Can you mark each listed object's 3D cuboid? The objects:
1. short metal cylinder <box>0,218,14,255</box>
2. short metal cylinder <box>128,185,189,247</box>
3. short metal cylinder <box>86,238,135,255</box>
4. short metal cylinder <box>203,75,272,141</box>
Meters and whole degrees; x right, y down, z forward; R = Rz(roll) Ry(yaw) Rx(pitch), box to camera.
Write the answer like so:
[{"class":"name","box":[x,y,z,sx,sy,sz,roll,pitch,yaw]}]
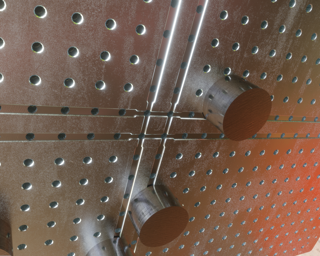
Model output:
[{"class":"short metal cylinder","box":[-0.220,0.151,0.368,0.081,0.050,0.079,-14,124,-21]},{"class":"short metal cylinder","box":[-0.003,0.135,0.476,0.081,0.050,0.079,-14,124,-21]},{"class":"short metal cylinder","box":[-0.075,0.223,0.492,0.081,0.050,0.079,-14,124,-21]},{"class":"short metal cylinder","box":[0.108,-0.028,0.436,0.081,0.050,0.079,-14,124,-21]}]
